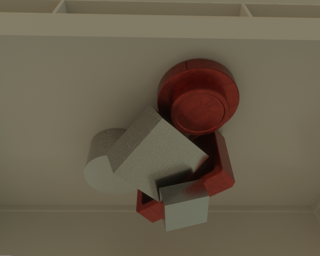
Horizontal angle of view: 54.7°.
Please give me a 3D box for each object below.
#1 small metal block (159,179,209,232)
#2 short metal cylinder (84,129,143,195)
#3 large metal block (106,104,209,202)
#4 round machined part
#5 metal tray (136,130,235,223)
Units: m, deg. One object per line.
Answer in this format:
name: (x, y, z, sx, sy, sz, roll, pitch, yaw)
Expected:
small metal block: (0.028, 0.090, 0.359, 0.050, 0.025, 0.050, -10, 130, -9)
short metal cylinder: (-0.060, 0.048, 0.430, 0.081, 0.050, 0.079, 0, 130, 0)
large metal block: (-0.004, 0.032, 0.371, 0.080, 0.050, 0.080, 39, 95, -28)
round machined part: (0.046, -0.029, 0.371, 0.099, 0.042, 0.097, -1, 130, 0)
metal tray: (0.029, 0.061, 0.416, 0.130, 0.090, 0.030, -31, 123, 23)
